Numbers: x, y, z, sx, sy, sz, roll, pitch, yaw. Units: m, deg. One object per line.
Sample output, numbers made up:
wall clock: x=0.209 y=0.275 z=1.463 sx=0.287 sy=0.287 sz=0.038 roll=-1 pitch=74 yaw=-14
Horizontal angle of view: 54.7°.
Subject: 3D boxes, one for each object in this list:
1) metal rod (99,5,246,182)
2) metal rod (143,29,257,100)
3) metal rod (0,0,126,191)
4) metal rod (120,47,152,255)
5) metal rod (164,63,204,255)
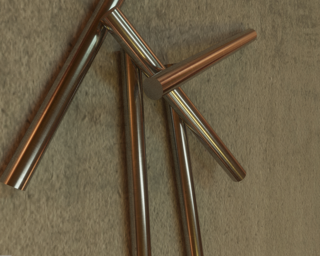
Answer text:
metal rod: x=0.033 y=-0.024 z=0.400 sx=0.300 sy=0.025 sz=0.025 roll=48 pitch=61 yaw=-30
metal rod: x=0.075 y=-0.101 z=0.428 sx=0.302 sy=0.025 sz=0.025 roll=-36 pitch=113 yaw=-48
metal rod: x=-0.084 y=-0.078 z=0.335 sx=0.025 sy=0.025 sz=0.300 roll=35 pitch=68 yaw=-35
metal rod: x=-0.028 y=0.052 z=0.382 sx=0.025 sy=0.025 sz=0.298 roll=-5 pitch=94 yaw=-40
metal rod: x=0.033 y=0.061 z=0.434 sx=0.025 sy=0.025 sz=0.298 roll=-14 pitch=99 yaw=-39
